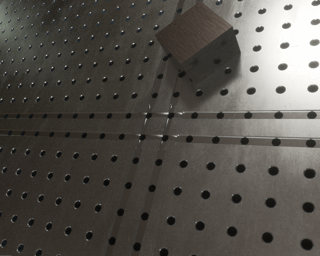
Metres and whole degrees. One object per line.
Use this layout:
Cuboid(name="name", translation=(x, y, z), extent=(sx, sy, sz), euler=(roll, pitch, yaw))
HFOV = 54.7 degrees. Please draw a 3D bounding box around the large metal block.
Cuboid(name="large metal block", translation=(0.052, -0.119, 0.437), extent=(0.080, 0.050, 0.080), euler=(-36, 51, 4))
